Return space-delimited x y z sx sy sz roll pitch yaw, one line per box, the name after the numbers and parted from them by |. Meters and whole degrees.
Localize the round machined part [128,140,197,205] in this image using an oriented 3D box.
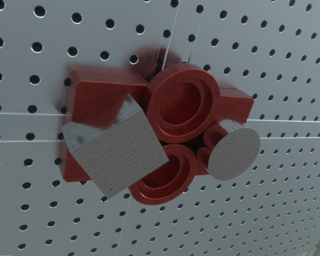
-0.002 0.053 0.420 0.099 0.042 0.097 -14 124 -21 | round machined part

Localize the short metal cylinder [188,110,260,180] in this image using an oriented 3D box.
0.086 0.023 0.416 0.081 0.050 0.079 -14 124 -21 | short metal cylinder

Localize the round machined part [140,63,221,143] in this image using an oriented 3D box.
0.021 -0.033 0.379 0.099 0.042 0.097 -14 124 -21 | round machined part

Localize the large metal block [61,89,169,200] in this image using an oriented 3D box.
-0.048 0.018 0.341 0.080 0.050 0.080 -32 129 -7 | large metal block

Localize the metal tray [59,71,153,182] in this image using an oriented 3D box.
-0.066 0.001 0.372 0.091 0.030 0.129 0 119 -30 | metal tray

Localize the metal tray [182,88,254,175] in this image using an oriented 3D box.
0.073 0.008 0.450 0.091 0.030 0.129 1 118 -29 | metal tray
